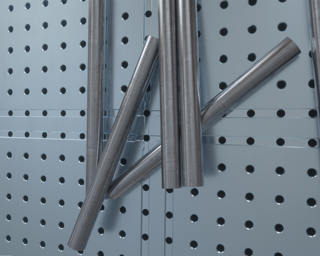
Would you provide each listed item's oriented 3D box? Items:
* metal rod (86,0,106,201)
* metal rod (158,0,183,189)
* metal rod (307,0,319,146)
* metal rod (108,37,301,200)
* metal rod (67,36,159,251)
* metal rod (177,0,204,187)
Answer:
[{"bbox_3d":[-0.092,-0.044,0.445,0.025,0.025,0.298,1,90,20],"label":"metal rod"},{"bbox_3d":[0.011,-0.076,0.391,0.025,0.025,0.299,-4,82,20],"label":"metal rod"},{"bbox_3d":[0.187,-0.036,0.346,0.025,0.025,0.298,-5,88,20],"label":"metal rod"},{"bbox_3d":[0.044,-0.002,0.397,0.299,0.025,0.025,-40,77,15],"label":"metal rod"},{"bbox_3d":[-0.059,0.021,0.418,0.025,0.025,0.299,22,91,19],"label":"metal rod"},{"bbox_3d":[0.036,-0.080,0.381,0.025,0.025,0.299,-4,82,20],"label":"metal rod"}]
